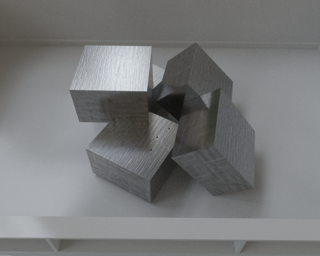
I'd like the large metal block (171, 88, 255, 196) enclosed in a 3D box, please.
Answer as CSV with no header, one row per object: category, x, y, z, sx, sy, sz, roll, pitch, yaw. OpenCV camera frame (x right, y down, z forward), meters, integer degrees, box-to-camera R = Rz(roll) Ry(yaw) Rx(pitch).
large metal block,0.063,0.017,0.345,0.050,0.080,0.080,-21,39,36

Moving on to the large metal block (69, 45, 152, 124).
large metal block,-0.051,-0.052,0.363,0.080,0.050,0.080,1,49,2

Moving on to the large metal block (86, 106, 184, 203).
large metal block,-0.025,0.026,0.361,0.080,0.050,0.080,24,54,18

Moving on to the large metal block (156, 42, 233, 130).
large metal block,0.048,-0.048,0.400,0.080,0.050,0.080,39,45,-27

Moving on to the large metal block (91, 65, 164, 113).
large metal block,-0.042,-0.052,0.431,0.080,0.050,0.080,29,56,22
